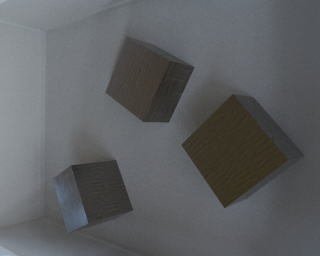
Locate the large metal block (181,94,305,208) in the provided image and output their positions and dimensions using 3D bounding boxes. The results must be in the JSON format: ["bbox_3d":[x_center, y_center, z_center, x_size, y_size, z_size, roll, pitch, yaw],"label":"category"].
[{"bbox_3d":[0.083,0.023,0.321,0.080,0.050,0.080,-48,62,29],"label":"large metal block"}]

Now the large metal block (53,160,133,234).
[{"bbox_3d":[-0.096,0.096,0.448,0.050,0.081,0.080,-34,69,35],"label":"large metal block"}]

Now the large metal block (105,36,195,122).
[{"bbox_3d":[-0.015,-0.062,0.401,0.080,0.050,0.079,37,113,33],"label":"large metal block"}]
